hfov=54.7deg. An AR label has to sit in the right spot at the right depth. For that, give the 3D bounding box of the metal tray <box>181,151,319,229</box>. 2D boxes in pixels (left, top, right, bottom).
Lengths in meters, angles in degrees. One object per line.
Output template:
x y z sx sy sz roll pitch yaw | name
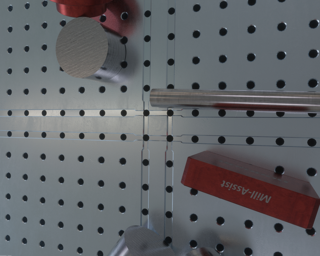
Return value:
0.098 0.062 0.343 0.130 0.090 0.030 17 96 19 | metal tray

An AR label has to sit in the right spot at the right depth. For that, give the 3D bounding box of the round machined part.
-0.108 -0.183 0.422 0.098 0.098 0.042 22 133 18 | round machined part

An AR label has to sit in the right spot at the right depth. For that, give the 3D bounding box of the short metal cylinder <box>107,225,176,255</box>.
-0.024 0.171 0.392 0.080 0.080 0.050 38 102 16 | short metal cylinder

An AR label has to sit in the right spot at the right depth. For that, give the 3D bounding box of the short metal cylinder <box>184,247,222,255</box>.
0.055 0.188 0.357 0.050 0.081 0.080 30 104 61 | short metal cylinder

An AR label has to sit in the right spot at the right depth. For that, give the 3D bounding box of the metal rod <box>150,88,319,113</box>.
0.132 -0.032 0.365 0.301 0.025 0.025 4 91 19 | metal rod

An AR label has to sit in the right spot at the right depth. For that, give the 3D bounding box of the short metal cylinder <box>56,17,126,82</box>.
-0.096 -0.107 0.431 0.080 0.050 0.079 1 93 19 | short metal cylinder
